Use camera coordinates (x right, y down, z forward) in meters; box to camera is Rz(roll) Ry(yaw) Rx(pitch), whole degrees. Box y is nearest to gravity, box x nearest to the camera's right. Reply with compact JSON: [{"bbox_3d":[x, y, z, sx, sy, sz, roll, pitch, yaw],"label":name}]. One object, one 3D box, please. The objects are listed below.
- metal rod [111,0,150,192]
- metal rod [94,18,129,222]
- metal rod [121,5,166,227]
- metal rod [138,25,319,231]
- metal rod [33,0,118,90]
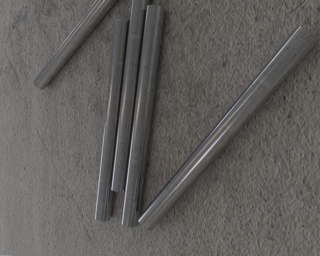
[{"bbox_3d":[-0.041,-0.057,0.438,0.025,0.025,0.298,12,98,39],"label":"metal rod"},{"bbox_3d":[-0.070,-0.008,0.463,0.025,0.025,0.298,12,97,39],"label":"metal rod"},{"bbox_3d":[-0.024,-0.012,0.424,0.025,0.025,0.298,12,98,39],"label":"metal rod"},{"bbox_3d":[0.060,0.020,0.354,0.025,0.025,0.298,51,120,28],"label":"metal rod"},{"bbox_3d":[-0.131,-0.158,0.513,0.299,0.025,0.025,-36,68,34],"label":"metal rod"}]
